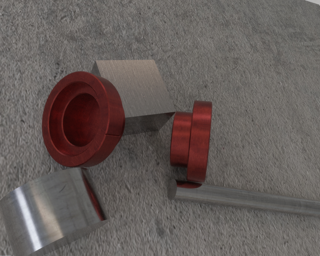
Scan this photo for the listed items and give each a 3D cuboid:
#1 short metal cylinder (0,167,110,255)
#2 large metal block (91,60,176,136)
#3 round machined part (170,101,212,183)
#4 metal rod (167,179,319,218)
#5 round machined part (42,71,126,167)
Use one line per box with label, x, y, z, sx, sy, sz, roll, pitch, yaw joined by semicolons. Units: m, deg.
short metal cylinder;-0.092;0.076;0.273;0.081;0.080;0.050;-16;70;-34
large metal block;-0.038;-0.038;0.390;0.081;0.050;0.080;-8;66;-32
round machined part;0.037;0.015;0.376;0.042;0.098;0.098;5;55;7
metal rod;0.152;0.102;0.422;0.302;0.025;0.025;12;57;-22
round machined part;-0.076;-0.007;0.328;0.042;0.098;0.098;12;52;-56
